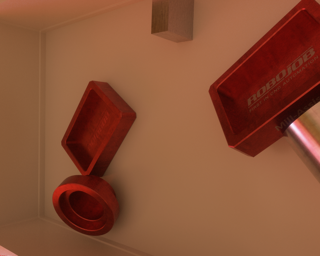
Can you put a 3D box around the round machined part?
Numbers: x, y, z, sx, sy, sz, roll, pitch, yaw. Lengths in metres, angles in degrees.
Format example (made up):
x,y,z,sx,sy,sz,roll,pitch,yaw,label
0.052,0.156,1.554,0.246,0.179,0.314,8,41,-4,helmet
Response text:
x,y,z,sx,sy,sz,roll,pitch,yaw,label
-0.105,0.109,0.461,0.098,0.042,0.097,8,120,15,round machined part

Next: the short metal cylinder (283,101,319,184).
x,y,z,sx,sy,sz,roll,pitch,yaw,label
0.149,0.004,0.248,0.080,0.081,0.050,-45,64,30,short metal cylinder

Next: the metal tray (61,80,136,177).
x,y,z,sx,sy,sz,roll,pitch,yaw,label
-0.100,0.004,0.482,0.090,0.030,0.129,46,117,30,metal tray

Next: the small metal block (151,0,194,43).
x,y,z,sx,sy,sz,roll,pitch,yaw,label
0.016,-0.135,0.376,0.025,0.050,0.050,3,92,40,small metal block

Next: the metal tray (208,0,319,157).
x,y,z,sx,sy,sz,roll,pitch,yaw,label
0.110,-0.045,0.287,0.129,0.030,0.090,-44,37,31,metal tray
